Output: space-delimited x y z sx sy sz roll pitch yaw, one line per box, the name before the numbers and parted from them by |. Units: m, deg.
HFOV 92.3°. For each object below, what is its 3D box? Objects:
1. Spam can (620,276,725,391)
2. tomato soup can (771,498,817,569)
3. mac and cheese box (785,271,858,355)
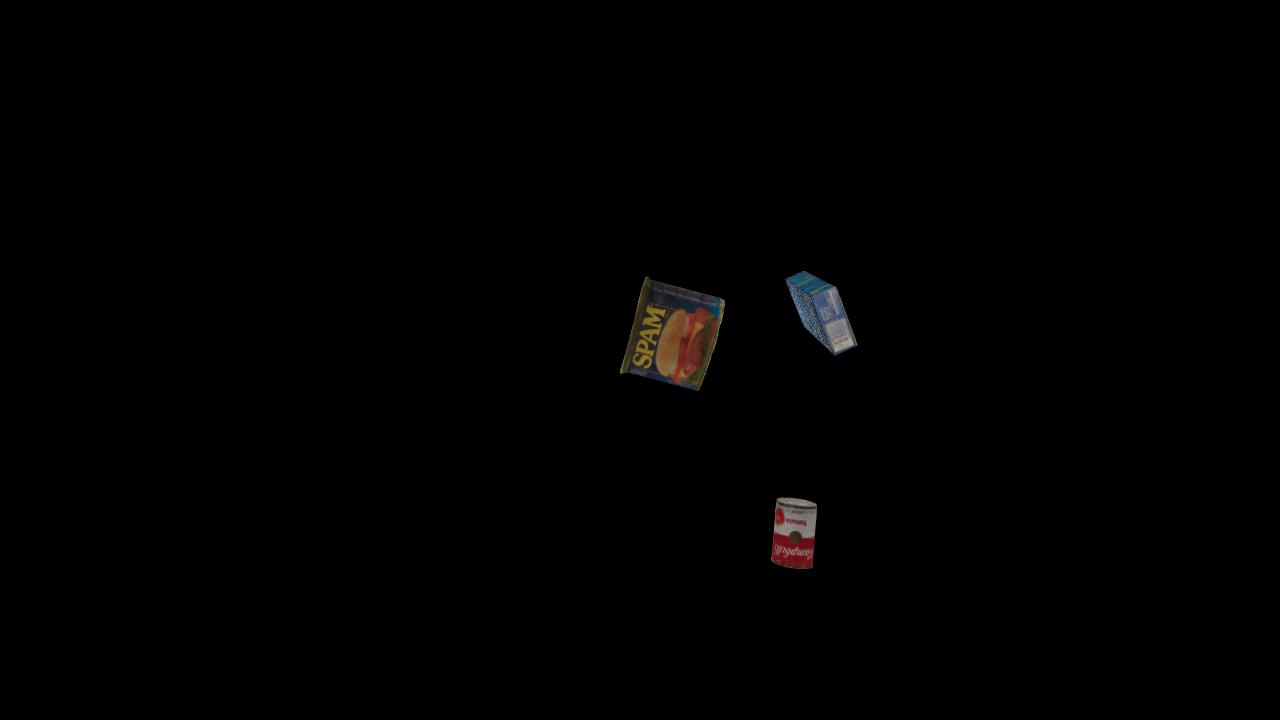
Spam can | 0.033 -0.025 0.631 0.085 0.101 0.058 15 28 -1
tomato soup can | 0.254 0.283 1.010 0.068 0.101 0.068 6 -3 0
mac and cheese box | 0.265 -0.075 0.914 0.041 0.093 0.184 -24 13 9
